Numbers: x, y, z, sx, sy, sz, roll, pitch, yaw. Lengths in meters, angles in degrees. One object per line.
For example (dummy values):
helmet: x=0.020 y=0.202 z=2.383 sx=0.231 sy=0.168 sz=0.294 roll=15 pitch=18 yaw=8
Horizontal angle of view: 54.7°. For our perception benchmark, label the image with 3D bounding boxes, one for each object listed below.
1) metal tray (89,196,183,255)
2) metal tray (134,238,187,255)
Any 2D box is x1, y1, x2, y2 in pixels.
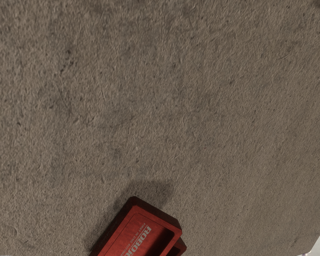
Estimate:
metal tray: x=-0.040 y=0.179 z=0.467 sx=0.090 sy=0.030 sz=0.130 roll=34 pitch=96 yaw=-16
metal tray: x=-0.028 y=0.227 z=0.530 sx=0.130 sy=0.030 sz=0.090 roll=-45 pitch=130 yaw=2
